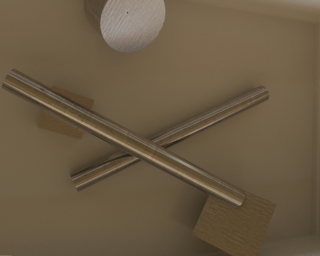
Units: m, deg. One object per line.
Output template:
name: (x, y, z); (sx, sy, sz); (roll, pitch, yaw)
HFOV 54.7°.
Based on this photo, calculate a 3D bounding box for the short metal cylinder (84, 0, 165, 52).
short metal cylinder: (-0.041, -0.136, 0.361); (0.081, 0.050, 0.080); (-23, 141, -20)

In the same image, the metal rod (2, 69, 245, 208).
metal rod: (-0.031, 0.018, 0.359); (0.301, 0.025, 0.025); (29, 81, -11)

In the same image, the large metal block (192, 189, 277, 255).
large metal block: (0.100, 0.123, 0.415); (0.080, 0.050, 0.080); (22, 80, 22)

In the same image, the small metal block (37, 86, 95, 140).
small metal block: (-0.112, -0.017, 0.370); (0.050, 0.025, 0.050); (19, 84, -20)

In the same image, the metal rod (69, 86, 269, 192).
metal rod: (0.026, 0.007, 0.421); (0.302, 0.025, 0.025); (-24, 99, -19)
